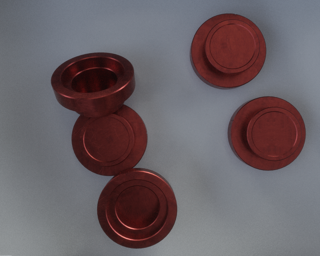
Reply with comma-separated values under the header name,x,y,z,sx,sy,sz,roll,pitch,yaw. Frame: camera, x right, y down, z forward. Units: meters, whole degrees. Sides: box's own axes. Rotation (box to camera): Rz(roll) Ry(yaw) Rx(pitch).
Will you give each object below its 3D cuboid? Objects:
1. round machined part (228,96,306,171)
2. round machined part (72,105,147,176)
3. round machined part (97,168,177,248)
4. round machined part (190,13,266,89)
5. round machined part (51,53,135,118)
name,x,y,z,sx,sy,sz,roll,pitch,yaw
round machined part,0.142,0.007,0.404,0.099,0.042,0.097,0,90,0
round machined part,-0.066,0.014,0.402,0.099,0.042,0.097,0,90,0
round machined part,-0.028,0.100,0.401,0.099,0.042,0.097,0,93,-2
round machined part,0.090,-0.101,0.403,0.099,0.042,0.097,0,90,0
round machined part,-0.080,-0.050,0.385,0.099,0.098,0.042,-3,134,0
